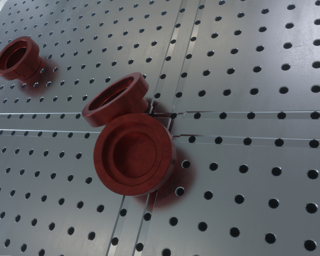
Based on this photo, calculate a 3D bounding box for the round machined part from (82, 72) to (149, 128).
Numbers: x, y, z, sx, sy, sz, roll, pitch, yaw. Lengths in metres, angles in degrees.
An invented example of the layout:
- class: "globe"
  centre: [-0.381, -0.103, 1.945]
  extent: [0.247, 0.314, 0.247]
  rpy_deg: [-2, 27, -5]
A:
- class: "round machined part"
  centre: [-0.056, -0.032, 0.430]
  extent: [0.098, 0.042, 0.098]
  rpy_deg: [-29, 24, 14]

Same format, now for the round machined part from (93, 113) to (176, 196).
- class: "round machined part"
  centre: [-0.028, 0.034, 0.380]
  extent: [0.098, 0.042, 0.098]
  rpy_deg: [-4, 76, 16]

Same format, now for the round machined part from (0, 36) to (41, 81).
- class: "round machined part"
  centre: [-0.284, -0.136, 0.632]
  extent: [0.098, 0.042, 0.098]
  rpy_deg: [-13, 56, 21]
